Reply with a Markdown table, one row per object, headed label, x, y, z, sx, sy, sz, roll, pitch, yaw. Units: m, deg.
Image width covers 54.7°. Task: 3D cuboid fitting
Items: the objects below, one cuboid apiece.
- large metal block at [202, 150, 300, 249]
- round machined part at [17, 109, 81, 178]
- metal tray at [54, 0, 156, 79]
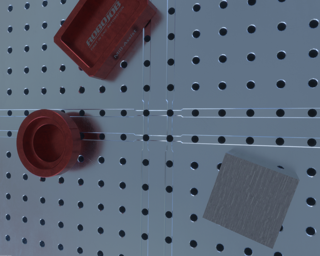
| label | x | y | z | sx | sy | sz | roll | pitch | yaw |
| --- | --- | --- | --- | --- | --- | --- | --- | --- | --- |
| large metal block | 0.105 | 0.078 | 0.362 | 0.080 | 0.050 | 0.080 | 20 | 97 | 18 |
| round machined part | -0.158 | 0.022 | 0.460 | 0.098 | 0.042 | 0.097 | 0 | 90 | 20 |
| metal tray | -0.080 | -0.146 | 0.437 | 0.090 | 0.030 | 0.130 | 44 | 103 | 14 |
